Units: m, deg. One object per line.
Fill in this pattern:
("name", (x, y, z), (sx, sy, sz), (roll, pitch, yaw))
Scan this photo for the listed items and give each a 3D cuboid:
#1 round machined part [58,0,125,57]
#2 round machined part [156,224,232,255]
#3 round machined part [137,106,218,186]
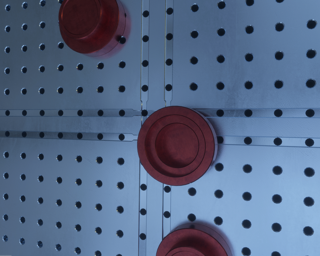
("round machined part", (-0.103, -0.154, 0.438), (0.098, 0.042, 0.097), (0, 90, 19))
("round machined part", (0.040, 0.175, 0.389), (0.098, 0.042, 0.097), (0, 90, 19))
("round machined part", (0.024, 0.022, 0.394), (0.098, 0.042, 0.097), (0, 90, 19))
